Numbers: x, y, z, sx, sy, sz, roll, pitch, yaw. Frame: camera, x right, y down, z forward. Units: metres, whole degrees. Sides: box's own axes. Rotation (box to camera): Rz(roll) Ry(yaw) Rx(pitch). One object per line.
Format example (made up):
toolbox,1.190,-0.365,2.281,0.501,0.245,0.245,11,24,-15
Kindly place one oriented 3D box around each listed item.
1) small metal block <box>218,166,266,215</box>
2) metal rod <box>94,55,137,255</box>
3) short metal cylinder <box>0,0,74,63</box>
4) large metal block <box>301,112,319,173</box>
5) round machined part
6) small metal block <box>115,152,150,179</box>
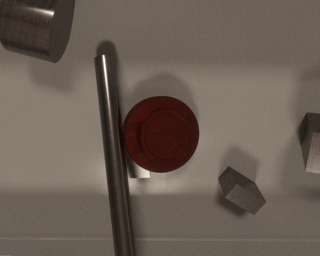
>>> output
small metal block,0.113,0.086,0.431,0.050,0.050,0.025,32,107,-12
metal rod,-0.051,0.062,0.371,0.025,0.025,0.298,-7,86,2
short metal cylinder,-0.132,-0.117,0.337,0.050,0.080,0.079,14,109,-6
large metal block,0.224,0.020,0.381,0.080,0.080,0.050,8,111,18
round machined part,0.004,0.009,0.389,0.099,0.042,0.097,-1,95,-16
small metal block,-0.040,0.041,0.426,0.050,0.025,0.050,-3,110,0
